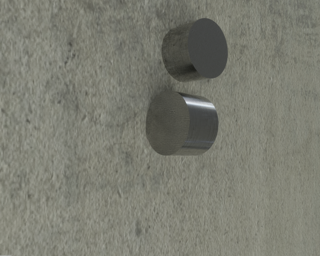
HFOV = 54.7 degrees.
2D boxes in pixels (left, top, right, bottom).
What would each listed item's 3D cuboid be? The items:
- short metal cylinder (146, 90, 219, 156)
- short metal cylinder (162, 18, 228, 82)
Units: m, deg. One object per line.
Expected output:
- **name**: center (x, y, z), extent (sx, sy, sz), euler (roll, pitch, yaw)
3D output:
- **short metal cylinder**: center (0.027, -0.005, 0.393), extent (0.050, 0.080, 0.080), euler (5, 87, -40)
- **short metal cylinder**: center (0.049, -0.106, 0.432), extent (0.081, 0.050, 0.079), euler (0, 90, -40)
